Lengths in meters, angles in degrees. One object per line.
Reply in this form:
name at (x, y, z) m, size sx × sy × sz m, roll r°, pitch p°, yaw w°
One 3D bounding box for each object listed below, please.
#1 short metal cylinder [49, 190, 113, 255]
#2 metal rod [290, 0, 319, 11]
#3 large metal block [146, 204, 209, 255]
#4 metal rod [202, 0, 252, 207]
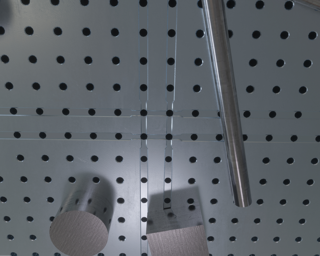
short metal cylinder at (-0.112, 0.139, 0.450) m, size 0.081 × 0.050 × 0.079 m, roll 0°, pitch 110°, yaw 0°
metal rod at (0.096, -0.178, 0.348) m, size 0.302 × 0.025 × 0.025 m, roll 17°, pitch 109°, yaw -7°
large metal block at (0.028, 0.167, 0.462) m, size 0.080 × 0.050 × 0.079 m, roll -11°, pitch 110°, yaw 4°
metal rod at (0.089, -0.028, 0.403) m, size 0.025 × 0.025 × 0.298 m, roll -12°, pitch 110°, yaw 4°
